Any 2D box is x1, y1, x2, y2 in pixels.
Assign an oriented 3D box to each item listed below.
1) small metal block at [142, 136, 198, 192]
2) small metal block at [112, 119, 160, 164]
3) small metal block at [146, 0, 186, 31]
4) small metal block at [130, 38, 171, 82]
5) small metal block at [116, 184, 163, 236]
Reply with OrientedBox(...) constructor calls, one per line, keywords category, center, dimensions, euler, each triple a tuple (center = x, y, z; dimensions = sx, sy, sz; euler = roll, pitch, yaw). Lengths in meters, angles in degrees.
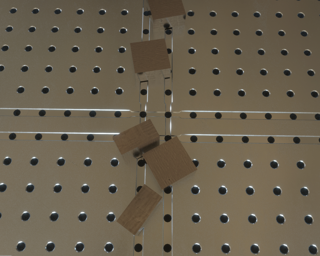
OrientedBox(category="small metal block", center=(0.012, 0.046, 0.395), dimensions=(0.050, 0.025, 0.050), euler=(-28, 73, -10))
OrientedBox(category="small metal block", center=(-0.029, 0.018, 0.391), dimensions=(0.050, 0.050, 0.025), euler=(-26, 73, -9))
OrientedBox(category="small metal block", center=(0.009, -0.183, 0.479), dimensions=(0.050, 0.025, 0.050), euler=(-12, 71, -5))
OrientedBox(category="small metal block", center=(-0.014, -0.098, 0.447), dimensions=(0.050, 0.025, 0.050), euler=(-9, 70, -4))
OrientedBox(category="small metal block", center=(-0.022, 0.097, 0.363), dimensions=(0.025, 0.050, 0.050), euler=(35, 74, 11))
